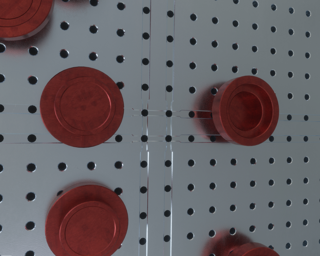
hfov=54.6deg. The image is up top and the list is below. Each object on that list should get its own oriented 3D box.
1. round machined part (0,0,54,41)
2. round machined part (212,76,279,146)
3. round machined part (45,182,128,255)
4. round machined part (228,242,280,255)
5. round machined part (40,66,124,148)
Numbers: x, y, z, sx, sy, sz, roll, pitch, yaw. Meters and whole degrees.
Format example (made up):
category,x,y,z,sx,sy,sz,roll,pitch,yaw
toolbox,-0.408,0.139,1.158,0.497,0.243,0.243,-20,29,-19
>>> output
category,x,y,z,sx,sy,sz,roll,pitch,yaw
round machined part,-0.167,-0.145,0.337,0.099,0.042,0.097,-2,97,-14
round machined part,0.118,-0.024,0.447,0.099,0.042,0.097,0,90,-20
round machined part,-0.086,0.117,0.372,0.099,0.042,0.097,0,90,-20
round machined part,0.130,0.215,0.451,0.099,0.042,0.097,0,90,-20
round machined part,-0.091,-0.025,0.370,0.099,0.042,0.097,0,90,-20
